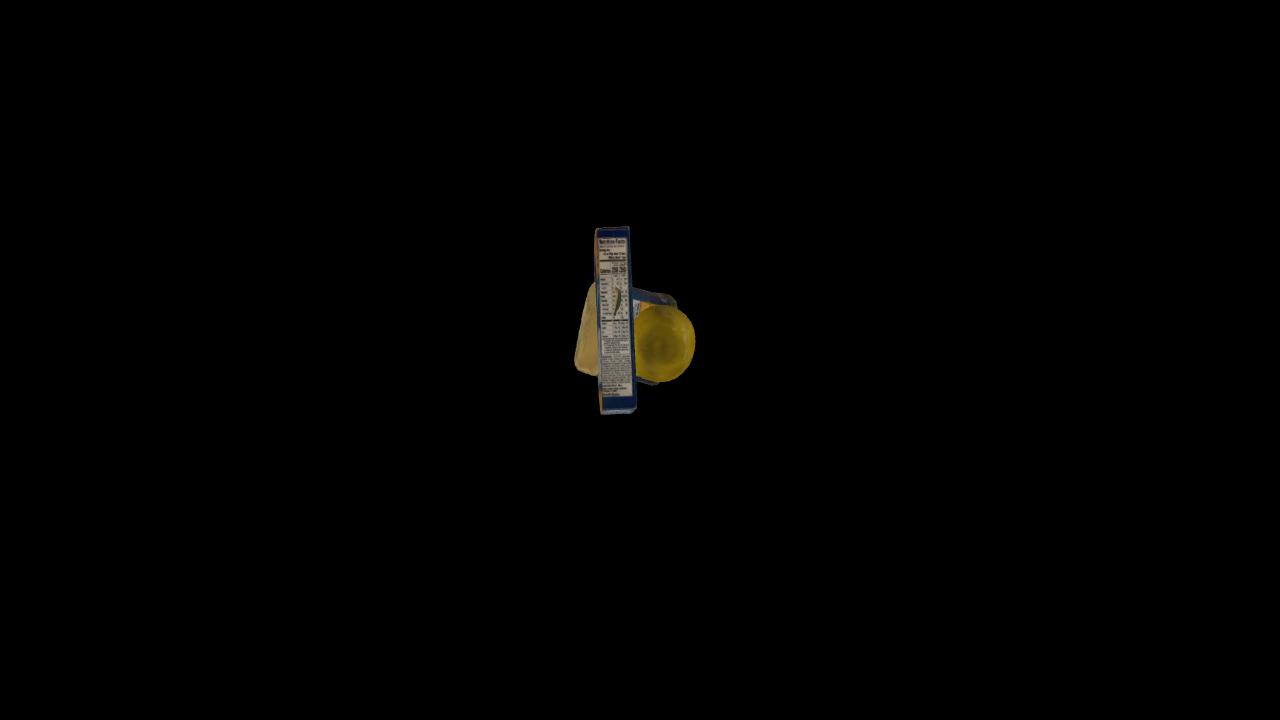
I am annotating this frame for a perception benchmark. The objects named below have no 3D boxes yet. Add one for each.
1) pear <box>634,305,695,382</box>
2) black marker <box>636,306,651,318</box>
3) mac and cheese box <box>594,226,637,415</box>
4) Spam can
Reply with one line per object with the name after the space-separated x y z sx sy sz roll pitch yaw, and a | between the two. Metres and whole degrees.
0.018 -0.022 0.660 0.080 0.080 0.111 0 14 -7 | pear
-0.003 -0.023 0.673 0.020 0.020 0.121 0 33 42 | black marker
-0.027 -0.036 0.647 0.041 0.184 0.093 -2 -7 -3 | mac and cheese box
-0.015 -0.028 0.650 0.085 0.101 0.058 8 5 -44 | Spam can
